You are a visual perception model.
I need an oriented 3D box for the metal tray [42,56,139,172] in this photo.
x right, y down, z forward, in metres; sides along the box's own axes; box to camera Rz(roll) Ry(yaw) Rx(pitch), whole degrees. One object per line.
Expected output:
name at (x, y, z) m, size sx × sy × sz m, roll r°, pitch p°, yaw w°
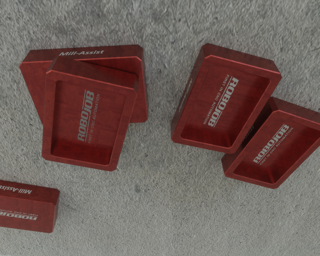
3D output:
metal tray at (-0.083, -0.009, 0.354) m, size 0.091 × 0.030 × 0.129 m, roll 12°, pitch 129°, yaw -10°

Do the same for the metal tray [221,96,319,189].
metal tray at (0.155, 0.026, 0.427) m, size 0.091 × 0.030 × 0.129 m, roll 16°, pitch 128°, yaw -14°

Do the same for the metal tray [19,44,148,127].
metal tray at (-0.082, -0.047, 0.363) m, size 0.131 × 0.030 × 0.089 m, roll -3°, pitch 130°, yaw 2°

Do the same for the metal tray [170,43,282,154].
metal tray at (0.074, -0.029, 0.379) m, size 0.091 × 0.030 × 0.129 m, roll 12°, pitch 129°, yaw -10°

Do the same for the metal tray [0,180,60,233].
metal tray at (-0.238, 0.129, 0.512) m, size 0.131 × 0.030 × 0.089 m, roll 12°, pitch 129°, yaw -10°
